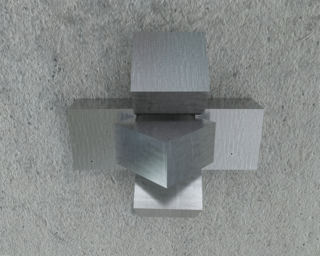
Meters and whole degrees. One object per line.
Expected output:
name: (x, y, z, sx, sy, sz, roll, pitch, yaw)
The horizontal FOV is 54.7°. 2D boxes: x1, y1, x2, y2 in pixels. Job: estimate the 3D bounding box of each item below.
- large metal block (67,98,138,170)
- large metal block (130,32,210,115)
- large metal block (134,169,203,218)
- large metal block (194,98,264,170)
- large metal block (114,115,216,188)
large metal block: (-0.068, 0.006, 0.399, 0.081, 0.050, 0.079, -1, 110, -1)
large metal block: (0.010, -0.062, 0.353, 0.081, 0.080, 0.050, 0, 154, 0)
large metal block: (0.010, 0.087, 0.407, 0.081, 0.080, 0.050, 1, 67, 0)
large metal block: (0.081, 0.006, 0.398, 0.081, 0.050, 0.079, 0, 110, -1)
large metal block: (0.006, 0.017, 0.353, 0.080, 0.081, 0.050, 18, 117, 41)
